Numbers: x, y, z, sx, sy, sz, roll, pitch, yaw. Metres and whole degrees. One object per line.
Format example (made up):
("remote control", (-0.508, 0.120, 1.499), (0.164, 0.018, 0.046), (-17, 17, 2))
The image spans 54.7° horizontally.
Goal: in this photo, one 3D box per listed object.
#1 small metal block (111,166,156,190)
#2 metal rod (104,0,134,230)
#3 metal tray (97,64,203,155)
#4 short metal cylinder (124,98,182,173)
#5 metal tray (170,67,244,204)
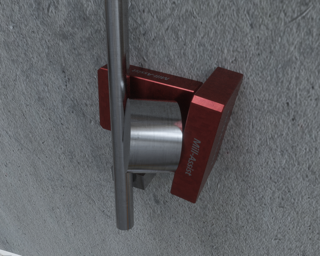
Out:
("small metal block", (-0.034, 0.057, 0.444), (0.050, 0.050, 0.025), (12, 123, 21))
("metal rod", (-0.048, -0.002, 0.380), (0.025, 0.025, 0.298), (10, 114, 22))
("metal tray", (-0.015, -0.027, 0.394), (0.130, 0.030, 0.089), (17, 125, 18))
("short metal cylinder", (-0.011, 0.009, 0.335), (0.050, 0.080, 0.079), (2, 126, -12))
("metal tray", (0.051, 0.008, 0.343), (0.030, 0.090, 0.129), (21, 126, 16))
